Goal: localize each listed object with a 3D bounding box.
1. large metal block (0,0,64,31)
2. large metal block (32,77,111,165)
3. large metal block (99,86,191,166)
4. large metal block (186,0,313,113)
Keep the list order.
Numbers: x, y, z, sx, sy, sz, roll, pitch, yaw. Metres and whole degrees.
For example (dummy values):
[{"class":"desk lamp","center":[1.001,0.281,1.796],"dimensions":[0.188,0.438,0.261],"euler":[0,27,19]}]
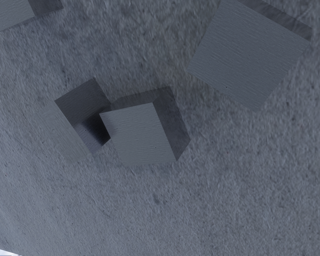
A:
[{"class":"large metal block","center":[-0.179,-0.170,0.377],"dimensions":[0.080,0.050,0.080],"euler":[-7,115,31]},{"class":"large metal block","center":[-0.106,-0.011,0.419],"dimensions":[0.050,0.080,0.080],"euler":[-22,107,36]},{"class":"large metal block","center":[-0.018,-0.001,0.398],"dimensions":[0.080,0.050,0.080],"euler":[-9,114,32]},{"class":"large metal block","center":[0.084,-0.075,0.299],"dimensions":[0.080,0.050,0.079],"euler":[33,128,6]}]
